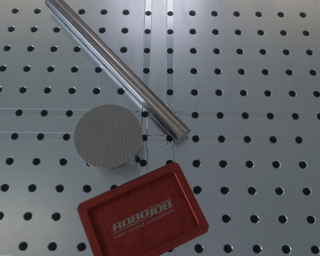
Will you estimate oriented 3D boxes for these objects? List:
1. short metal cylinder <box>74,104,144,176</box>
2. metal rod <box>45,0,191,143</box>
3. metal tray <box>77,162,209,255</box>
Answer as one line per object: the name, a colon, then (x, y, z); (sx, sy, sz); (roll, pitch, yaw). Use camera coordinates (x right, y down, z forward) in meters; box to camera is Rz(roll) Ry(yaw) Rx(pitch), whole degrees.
short metal cylinder: (-0.062, 0.017, 0.392); (0.081, 0.050, 0.080); (0, 70, 0)
metal rod: (-0.068, -0.094, 0.445); (0.025, 0.025, 0.300); (-40, 75, -13)
metal tray: (-0.020, 0.108, 0.369); (0.131, 0.030, 0.090); (-23, 72, -9)
